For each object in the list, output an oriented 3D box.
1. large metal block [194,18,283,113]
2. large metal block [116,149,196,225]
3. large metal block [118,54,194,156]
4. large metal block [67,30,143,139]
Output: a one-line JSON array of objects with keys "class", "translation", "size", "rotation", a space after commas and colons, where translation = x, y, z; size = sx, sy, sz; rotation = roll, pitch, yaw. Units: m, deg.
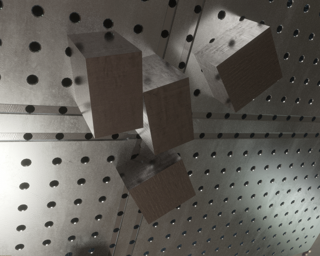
[{"class": "large metal block", "translation": [0.104, -0.081, 0.404], "size": [0.080, 0.050, 0.080], "rotation": [-37, 130, -4]}, {"class": "large metal block", "translation": [-0.004, 0.077, 0.442], "size": [0.080, 0.050, 0.080], "rotation": [-30, 129, -10]}, {"class": "large metal block", "translation": [-0.006, -0.029, 0.356], "size": [0.050, 0.080, 0.079], "rotation": [-21, 127, -16]}, {"class": "large metal block", "translation": [-0.056, -0.048, 0.316], "size": [0.050, 0.080, 0.079], "rotation": [-13, 124, -22]}]
